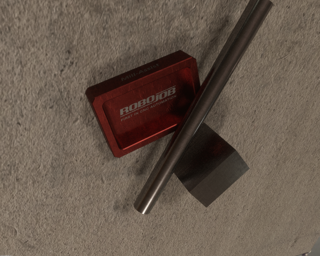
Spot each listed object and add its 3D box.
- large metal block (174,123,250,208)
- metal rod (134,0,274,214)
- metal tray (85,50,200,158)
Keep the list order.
[{"bbox_3d":[0.063,0.049,0.438,0.080,0.080,0.050,-43,130,1],"label":"large metal block"},{"bbox_3d":[0.045,-0.016,0.383,0.025,0.025,0.298,17,109,-36],"label":"metal rod"},{"bbox_3d":[-0.013,-0.029,0.379,0.131,0.030,0.090,-25,128,-13],"label":"metal tray"}]
